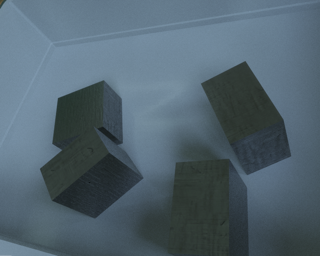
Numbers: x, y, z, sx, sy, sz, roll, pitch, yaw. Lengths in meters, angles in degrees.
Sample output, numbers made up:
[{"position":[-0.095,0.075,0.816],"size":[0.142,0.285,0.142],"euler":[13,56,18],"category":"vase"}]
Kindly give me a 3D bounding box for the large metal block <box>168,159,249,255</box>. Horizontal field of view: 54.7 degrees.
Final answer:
[{"position":[0.050,0.083,0.293],"size":[0.050,0.080,0.080],"euler":[-7,59,24],"category":"large metal block"}]

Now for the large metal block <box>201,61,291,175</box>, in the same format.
[{"position":[0.091,-0.008,0.327],"size":[0.050,0.080,0.080],"euler":[-27,53,11],"category":"large metal block"}]

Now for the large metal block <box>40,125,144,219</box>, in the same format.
[{"position":[-0.081,0.056,0.377],"size":[0.080,0.080,0.050],"euler":[-40,51,1],"category":"large metal block"}]

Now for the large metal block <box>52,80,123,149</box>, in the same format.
[{"position":[-0.102,-0.012,0.449],"size":[0.080,0.050,0.080],"euler":[-18,55,17],"category":"large metal block"}]

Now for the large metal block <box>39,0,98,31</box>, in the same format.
[{"position":[-0.189,-0.251,0.642],"size":[0.080,0.050,0.080],"euler":[6,65,30],"category":"large metal block"}]
